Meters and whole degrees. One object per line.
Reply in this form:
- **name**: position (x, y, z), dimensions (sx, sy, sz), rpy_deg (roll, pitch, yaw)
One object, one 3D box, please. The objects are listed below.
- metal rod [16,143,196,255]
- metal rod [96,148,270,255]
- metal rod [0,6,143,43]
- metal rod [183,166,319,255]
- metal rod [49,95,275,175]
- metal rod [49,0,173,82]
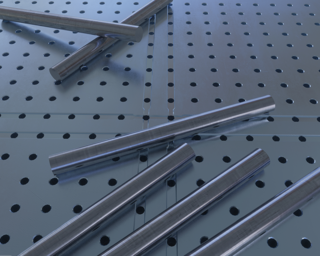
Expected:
- **metal rod**: position (-0.081, 0.102, 0.321), dimensions (0.302, 0.025, 0.025), rpy_deg (-32, 57, -24)
- **metal rod**: position (0.002, 0.103, 0.321), dimensions (0.302, 0.025, 0.025), rpy_deg (-29, 56, -22)
- **metal rod**: position (-0.168, -0.183, 0.538), dimensions (0.301, 0.025, 0.025), rpy_deg (15, 51, 21)
- **metal rod**: position (0.086, 0.106, 0.318), dimensions (0.302, 0.025, 0.025), rpy_deg (-25, 55, -20)
- **metal rod**: position (0.013, 0.005, 0.403), dimensions (0.302, 0.025, 0.025), rpy_deg (-16, 52, -13)
- **metal rod**: position (-0.072, -0.174, 0.553), dimensions (0.025, 0.025, 0.301), rpy_deg (29, 56, 22)
